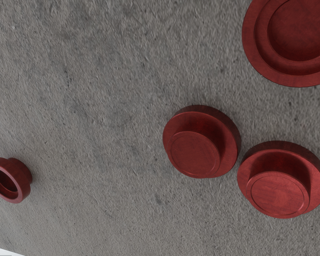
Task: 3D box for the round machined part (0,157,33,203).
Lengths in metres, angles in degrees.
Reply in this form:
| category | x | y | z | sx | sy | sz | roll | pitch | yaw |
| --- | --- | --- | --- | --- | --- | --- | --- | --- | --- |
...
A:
| category | x | y | z | sx | sy | sz | roll | pitch | yaw |
| --- | --- | --- | --- | --- | --- | --- | --- | --- | --- |
| round machined part | -0.294 | 0.098 | 0.612 | 0.098 | 0.042 | 0.097 | 13 | 124 | 21 |

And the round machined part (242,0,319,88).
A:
| category | x | y | z | sx | sy | sz | roll | pitch | yaw |
| --- | --- | --- | --- | --- | --- | --- | --- | --- | --- |
| round machined part | 0.126 | -0.089 | 0.274 | 0.098 | 0.042 | 0.097 | 13 | 124 | 21 |

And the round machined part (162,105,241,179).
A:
| category | x | y | z | sx | sy | sz | roll | pitch | yaw |
| --- | --- | --- | --- | --- | --- | --- | --- | --- | --- |
| round machined part | 0.047 | 0.024 | 0.386 | 0.098 | 0.042 | 0.097 | 13 | 124 | 21 |

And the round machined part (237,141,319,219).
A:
| category | x | y | z | sx | sy | sz | roll | pitch | yaw |
| --- | --- | --- | --- | --- | --- | --- | --- | --- | --- |
| round machined part | 0.139 | 0.067 | 0.364 | 0.098 | 0.042 | 0.097 | 13 | 124 | 21 |
